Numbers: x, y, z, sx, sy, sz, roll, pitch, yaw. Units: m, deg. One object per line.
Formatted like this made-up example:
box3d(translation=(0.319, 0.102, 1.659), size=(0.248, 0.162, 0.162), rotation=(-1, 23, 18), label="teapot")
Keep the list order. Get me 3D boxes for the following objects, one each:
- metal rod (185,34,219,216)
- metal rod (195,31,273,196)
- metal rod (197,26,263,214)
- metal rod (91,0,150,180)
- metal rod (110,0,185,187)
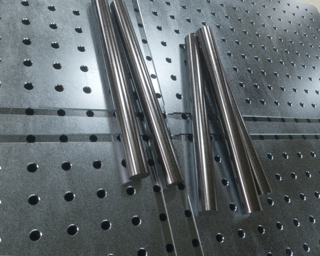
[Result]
box3d(translation=(0.057, -0.024, 0.455), size=(0.025, 0.025, 0.299), rotation=(13, 56, -22), label="metal rod")
box3d(translation=(0.110, -0.038, 0.492), size=(0.025, 0.025, 0.299), rotation=(0, 62, -29), label="metal rod")
box3d(translation=(0.099, -0.025, 0.463), size=(0.025, 0.025, 0.299), rotation=(2, 66, -28), label="metal rod")
box3d(translation=(-0.060, -0.075, 0.422), size=(0.025, 0.025, 0.299), rotation=(-1, 62, -29), label="metal rod")
box3d(translation=(-0.024, -0.063, 0.434), size=(0.025, 0.025, 0.299), rotation=(-4, 64, -31), label="metal rod")
